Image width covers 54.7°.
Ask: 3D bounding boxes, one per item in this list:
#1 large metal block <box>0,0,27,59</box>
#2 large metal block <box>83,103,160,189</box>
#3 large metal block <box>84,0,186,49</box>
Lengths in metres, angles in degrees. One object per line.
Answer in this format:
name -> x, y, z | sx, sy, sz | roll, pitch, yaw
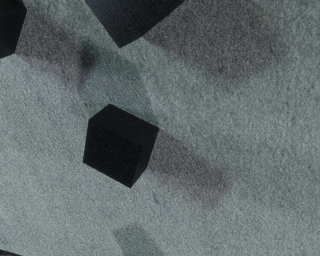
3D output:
large metal block -> -0.240, -0.149, 0.422 | 0.080, 0.050, 0.080 | 41, 129, -1
large metal block -> -0.056, 0.025, 0.434 | 0.080, 0.050, 0.079 | 26, 128, 11
large metal block -> -0.028, -0.142, 0.316 | 0.080, 0.050, 0.080 | -29, 103, 37
